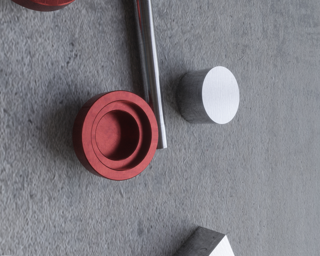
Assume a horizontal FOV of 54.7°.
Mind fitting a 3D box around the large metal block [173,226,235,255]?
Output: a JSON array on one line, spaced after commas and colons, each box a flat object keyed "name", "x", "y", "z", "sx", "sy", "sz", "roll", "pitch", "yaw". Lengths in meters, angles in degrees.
[{"name": "large metal block", "x": 0.064, "y": 0.204, "z": 0.443, "sx": 0.080, "sy": 0.050, "sz": 0.080, "roll": -36, "pitch": 113, "yaw": -34}]

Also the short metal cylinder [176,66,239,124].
[{"name": "short metal cylinder", "x": 0.069, "y": -0.045, "z": 0.446, "sx": 0.081, "sy": 0.050, "sz": 0.079, "roll": 0, "pitch": 90, "yaw": -40}]

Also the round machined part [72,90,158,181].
[{"name": "round machined part", "x": -0.053, "y": 0.008, "z": 0.349, "sx": 0.099, "sy": 0.042, "sz": 0.097, "roll": 0, "pitch": 90, "yaw": -40}]

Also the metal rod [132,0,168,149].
[{"name": "metal rod", "x": -0.019, "y": -0.122, "z": 0.388, "sx": 0.025, "sy": 0.025, "sz": 0.298, "roll": -11, "pitch": 97, "yaw": -40}]

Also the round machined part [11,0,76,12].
[{"name": "round machined part", "x": -0.120, "y": -0.160, "z": 0.293, "sx": 0.099, "sy": 0.042, "sz": 0.097, "roll": 0, "pitch": 90, "yaw": -40}]
